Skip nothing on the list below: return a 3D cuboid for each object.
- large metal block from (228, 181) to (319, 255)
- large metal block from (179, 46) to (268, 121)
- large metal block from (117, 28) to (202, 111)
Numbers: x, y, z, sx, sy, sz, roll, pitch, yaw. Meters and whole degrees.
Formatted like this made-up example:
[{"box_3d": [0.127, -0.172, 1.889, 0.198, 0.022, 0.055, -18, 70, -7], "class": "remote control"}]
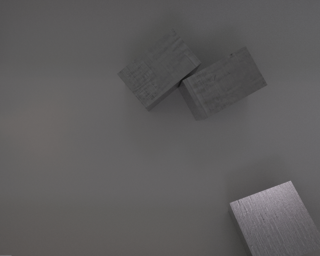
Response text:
[{"box_3d": [0.139, 0.122, 0.384, 0.080, 0.050, 0.080, -20, 63, 0], "class": "large metal block"}, {"box_3d": [0.072, -0.051, 0.384, 0.080, 0.080, 0.050, -29, 90, 0], "class": "large metal block"}, {"box_3d": [-0.001, -0.066, 0.384, 0.080, 0.080, 0.050, -39, 90, 0], "class": "large metal block"}]
